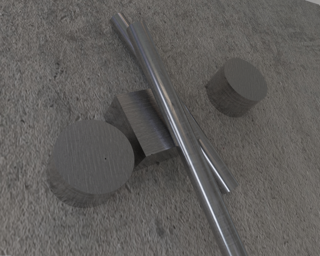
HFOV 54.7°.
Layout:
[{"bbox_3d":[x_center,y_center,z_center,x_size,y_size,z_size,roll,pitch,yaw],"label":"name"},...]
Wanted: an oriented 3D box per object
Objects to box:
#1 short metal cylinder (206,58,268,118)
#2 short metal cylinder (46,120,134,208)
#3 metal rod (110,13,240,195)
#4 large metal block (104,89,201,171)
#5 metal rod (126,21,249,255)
[{"bbox_3d":[0.121,-0.063,0.492,0.081,0.050,0.080,14,56,-21],"label":"short metal cylinder"},{"bbox_3d":[-0.074,0.038,0.325,0.081,0.050,0.080,14,56,-21],"label":"short metal cylinder"},{"bbox_3d":[0.014,-0.043,0.437,0.025,0.025,0.299,-23,74,-36],"label":"metal rod"},{"bbox_3d":[-0.011,-0.001,0.382,0.081,0.050,0.080,-16,70,-34],"label":"large metal block"},{"bbox_3d":[0.028,0.014,0.345,0.025,0.025,0.299,-16,77,-34],"label":"metal rod"}]
